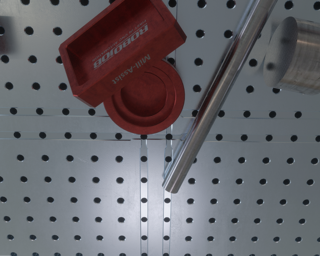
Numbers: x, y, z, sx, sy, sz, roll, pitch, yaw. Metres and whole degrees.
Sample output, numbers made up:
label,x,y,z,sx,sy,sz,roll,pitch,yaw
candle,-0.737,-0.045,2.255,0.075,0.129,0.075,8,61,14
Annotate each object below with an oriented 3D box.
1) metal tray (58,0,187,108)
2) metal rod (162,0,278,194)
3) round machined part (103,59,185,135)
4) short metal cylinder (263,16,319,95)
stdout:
label,x,y,z,sx,sy,sz,roll,pitch,yaw
metal tray,-0.046,-0.094,0.344,0.130,0.090,0.030,-34,146,11
metal rod,0.074,-0.042,0.398,0.025,0.025,0.298,22,109,-8
round machined part,-0.019,-0.044,0.388,0.099,0.042,0.097,0,110,0
short metal cylinder,0.160,-0.081,0.355,0.050,0.080,0.079,11,110,-4
